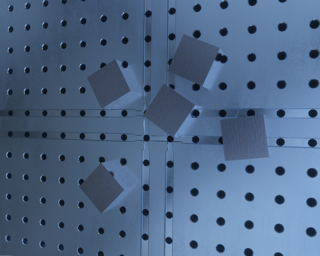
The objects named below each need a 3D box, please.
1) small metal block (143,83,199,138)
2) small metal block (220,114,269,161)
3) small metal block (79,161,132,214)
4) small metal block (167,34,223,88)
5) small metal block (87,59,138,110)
[{"bbox_3d":[0.015,-0.023,0.408,0.050,0.025,0.050,37,102,16],"label":"small metal block"},{"bbox_3d":[0.103,0.012,0.376,0.050,0.025,0.050,-7,88,20],"label":"small metal block"},{"bbox_3d":[-0.077,0.083,0.440,0.050,0.025,0.050,47,104,14],"label":"small metal block"},{"bbox_3d":[0.045,-0.085,0.397,0.050,0.025,0.050,27,99,18],"label":"small metal block"},{"bbox_3d":[-0.067,-0.060,0.437,0.050,0.025,0.050,-29,81,17],"label":"small metal block"}]
